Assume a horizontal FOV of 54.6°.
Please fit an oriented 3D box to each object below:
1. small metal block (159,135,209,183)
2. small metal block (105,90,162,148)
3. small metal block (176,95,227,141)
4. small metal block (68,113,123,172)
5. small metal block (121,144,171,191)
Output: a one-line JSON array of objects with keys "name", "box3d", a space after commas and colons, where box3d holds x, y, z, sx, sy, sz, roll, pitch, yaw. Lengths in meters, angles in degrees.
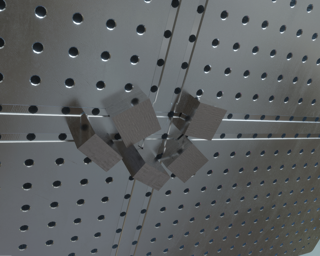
[{"name": "small metal block", "box3d": [0.036, 0.046, 0.459, 0.050, 0.025, 0.050, -43, 129, 2]}, {"name": "small metal block", "box3d": [-0.032, -0.011, 0.386, 0.050, 0.025, 0.050, -29, 128, -10]}, {"name": "small metal block", "box3d": [0.058, -0.013, 0.434, 0.050, 0.025, 0.050, 12, 112, -33]}, {"name": "small metal block", "box3d": [-0.076, 0.017, 0.363, 0.025, 0.050, 0.050, -41, 129, 0]}, {"name": "small metal block", "box3d": [-0.020, 0.051, 0.415, 0.025, 0.050, 0.050, -49, 129, 6]}]
